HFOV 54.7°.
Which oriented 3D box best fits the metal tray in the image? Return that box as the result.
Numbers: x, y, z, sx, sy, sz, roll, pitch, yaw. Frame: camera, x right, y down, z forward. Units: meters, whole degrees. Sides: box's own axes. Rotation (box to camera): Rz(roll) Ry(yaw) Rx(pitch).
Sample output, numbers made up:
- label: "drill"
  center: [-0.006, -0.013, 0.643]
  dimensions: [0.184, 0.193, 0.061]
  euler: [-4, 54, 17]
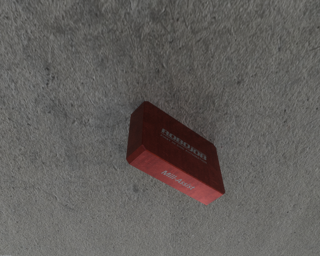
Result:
- label: "metal tray"
  center: [0.021, 0.032, 0.393]
  dimensions: [0.130, 0.090, 0.030]
  euler: [32, 123, -25]
